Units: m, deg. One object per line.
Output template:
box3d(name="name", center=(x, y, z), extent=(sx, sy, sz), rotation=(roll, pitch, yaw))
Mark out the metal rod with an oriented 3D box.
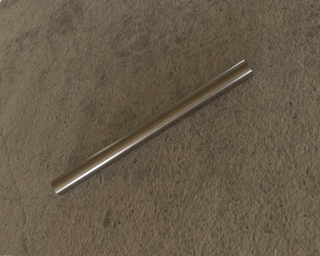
box3d(name="metal rod", center=(-0.015, 0.003, 0.410), extent=(0.300, 0.025, 0.025), rotation=(-32, 52, 7))
